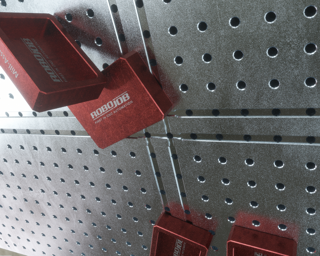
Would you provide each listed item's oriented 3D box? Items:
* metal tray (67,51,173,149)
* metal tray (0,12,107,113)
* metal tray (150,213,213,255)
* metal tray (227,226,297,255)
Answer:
[{"bbox_3d":[-0.059,-0.033,0.417,0.130,0.030,0.090,-26,105,36],"label":"metal tray"},{"bbox_3d":[-0.136,-0.083,0.364,0.130,0.091,0.030,49,129,15],"label":"metal tray"},{"bbox_3d":[0.031,0.211,0.520,0.090,0.030,0.129,18,126,17],"label":"metal tray"},{"bbox_3d":[0.147,0.212,0.460,0.090,0.030,0.129,8,122,23],"label":"metal tray"}]
